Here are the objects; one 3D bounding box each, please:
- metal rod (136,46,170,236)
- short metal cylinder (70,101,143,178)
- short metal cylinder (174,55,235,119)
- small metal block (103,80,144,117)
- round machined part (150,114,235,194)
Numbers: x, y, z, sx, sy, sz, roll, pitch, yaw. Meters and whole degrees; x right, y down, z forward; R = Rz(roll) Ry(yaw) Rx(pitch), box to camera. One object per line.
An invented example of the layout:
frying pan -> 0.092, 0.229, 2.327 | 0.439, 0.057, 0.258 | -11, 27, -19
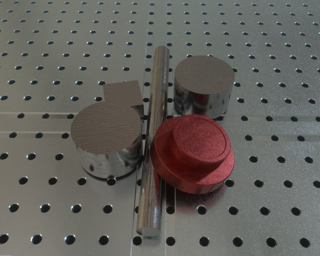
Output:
metal rod -> -0.004, -0.009, 0.410 | 0.025, 0.025, 0.300 | 2, 50, 2
short metal cylinder -> -0.062, 0.013, 0.374 | 0.081, 0.050, 0.080 | 0, 50, 0
short metal cylinder -> 0.060, -0.057, 0.434 | 0.081, 0.050, 0.080 | 0, 50, 0
small metal block -> -0.051, -0.038, 0.434 | 0.050, 0.025, 0.050 | -9, 51, -7
round machined part -> 0.041, 0.023, 0.357 | 0.099, 0.042, 0.098 | 11, 48, -12
